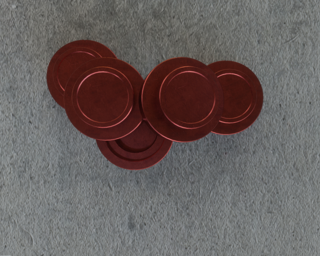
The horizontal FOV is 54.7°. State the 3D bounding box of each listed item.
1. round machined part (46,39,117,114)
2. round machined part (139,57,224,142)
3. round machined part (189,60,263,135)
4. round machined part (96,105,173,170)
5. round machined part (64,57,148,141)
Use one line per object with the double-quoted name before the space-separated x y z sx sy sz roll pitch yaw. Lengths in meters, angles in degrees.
"round machined part" -0.098 -0.066 0.401 0.099 0.042 0.097 0 90 -1
"round machined part" 0.028 -0.033 0.351 0.099 0.042 0.097 0 89 -14
"round machined part" 0.086 -0.040 0.403 0.099 0.042 0.097 0 90 -1
"round machined part" -0.031 0.003 0.402 0.099 0.042 0.097 0 90 -1
"round machined part" -0.063 -0.034 0.359 0.099 0.042 0.097 0 90 -1
